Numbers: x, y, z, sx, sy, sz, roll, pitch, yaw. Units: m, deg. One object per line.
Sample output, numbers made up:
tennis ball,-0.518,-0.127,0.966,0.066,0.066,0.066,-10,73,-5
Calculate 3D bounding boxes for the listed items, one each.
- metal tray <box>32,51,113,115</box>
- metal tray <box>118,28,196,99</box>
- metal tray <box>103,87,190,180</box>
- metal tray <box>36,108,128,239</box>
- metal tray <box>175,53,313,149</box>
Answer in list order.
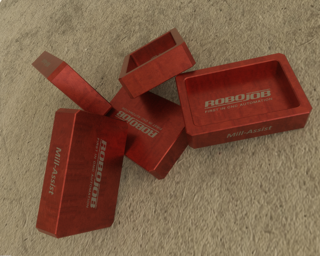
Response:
metal tray,-0.130,-0.063,0.449,0.030,0.090,0.130,-49,35,-6
metal tray,-0.006,-0.093,0.423,0.090,0.030,0.130,-27,23,10
metal tray,-0.023,-0.001,0.413,0.130,0.030,0.090,29,77,37
metal tray,-0.083,0.049,0.350,0.030,0.090,0.129,6,85,31
metal tray,0.089,-0.033,0.354,0.131,0.030,0.090,-11,55,4
